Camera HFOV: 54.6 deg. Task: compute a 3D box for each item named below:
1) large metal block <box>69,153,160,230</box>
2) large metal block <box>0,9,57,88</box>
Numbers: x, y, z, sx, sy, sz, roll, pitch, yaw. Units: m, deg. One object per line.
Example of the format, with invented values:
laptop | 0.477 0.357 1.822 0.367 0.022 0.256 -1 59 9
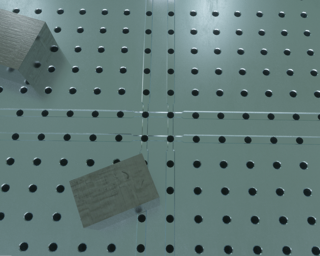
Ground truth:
large metal block | -0.047 0.076 0.355 0.080 0.080 0.050 -21 72 -7
large metal block | -0.208 -0.114 0.439 0.080 0.050 0.080 18 71 6
